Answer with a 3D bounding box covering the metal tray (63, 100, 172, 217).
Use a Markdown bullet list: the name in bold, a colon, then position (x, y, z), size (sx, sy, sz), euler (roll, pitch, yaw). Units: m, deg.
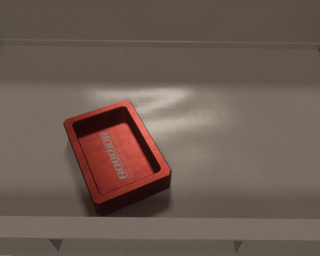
- **metal tray**: position (-0.054, 0.030, 0.375), size (0.091, 0.030, 0.130), euler (-20, 53, -17)
